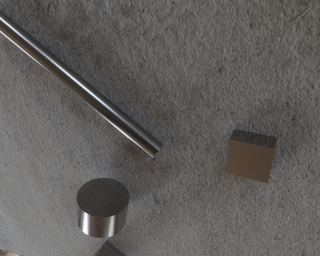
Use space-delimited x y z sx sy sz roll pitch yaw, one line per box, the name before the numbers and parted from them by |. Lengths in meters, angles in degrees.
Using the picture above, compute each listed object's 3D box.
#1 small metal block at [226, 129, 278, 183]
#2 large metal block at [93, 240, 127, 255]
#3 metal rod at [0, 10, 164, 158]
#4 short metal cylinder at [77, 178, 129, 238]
small metal block | 0.108 0.033 0.370 0.050 0.025 0.050 12 123 21
large metal block | -0.121 0.282 0.607 0.050 0.080 0.080 38 129 2
metal rod | -0.119 -0.063 0.428 0.300 0.025 0.025 39 129 0
short metal cylinder | -0.092 0.126 0.496 0.080 0.080 0.050 21 126 15
